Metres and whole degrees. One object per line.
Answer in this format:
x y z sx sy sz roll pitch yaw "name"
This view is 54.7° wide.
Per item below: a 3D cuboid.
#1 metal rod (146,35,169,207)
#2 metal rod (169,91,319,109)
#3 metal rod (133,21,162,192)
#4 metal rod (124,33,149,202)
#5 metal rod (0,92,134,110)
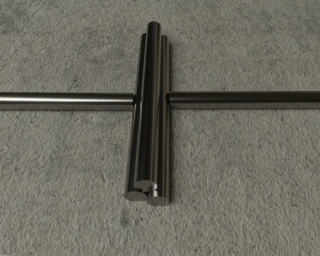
0.000 -0.034 0.434 0.025 0.025 0.300 1 50 0 "metal rod"
0.164 -0.040 0.440 0.302 0.025 0.025 0 50 -1 "metal rod"
-0.013 -0.053 0.423 0.025 0.025 0.300 1 50 0 "metal rod"
-0.024 -0.039 0.438 0.025 0.025 0.300 1 50 0 "metal rod"
-0.188 -0.038 0.434 0.302 0.025 0.025 0 50 0 "metal rod"
